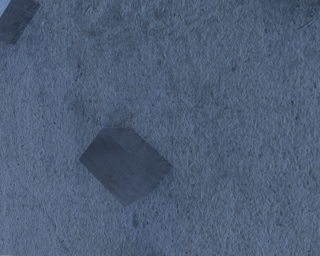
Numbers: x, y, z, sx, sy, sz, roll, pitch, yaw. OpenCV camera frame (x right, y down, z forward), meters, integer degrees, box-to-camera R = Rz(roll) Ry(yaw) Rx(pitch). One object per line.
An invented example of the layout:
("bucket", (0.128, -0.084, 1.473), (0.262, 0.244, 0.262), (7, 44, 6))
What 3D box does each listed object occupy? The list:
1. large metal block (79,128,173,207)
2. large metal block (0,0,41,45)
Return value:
("large metal block", (-0.040, 0.045, 0.394), (0.080, 0.080, 0.050), (42, 103, 15))
("large metal block", (-0.250, -0.191, 0.484), (0.080, 0.050, 0.080), (44, 103, 14))
